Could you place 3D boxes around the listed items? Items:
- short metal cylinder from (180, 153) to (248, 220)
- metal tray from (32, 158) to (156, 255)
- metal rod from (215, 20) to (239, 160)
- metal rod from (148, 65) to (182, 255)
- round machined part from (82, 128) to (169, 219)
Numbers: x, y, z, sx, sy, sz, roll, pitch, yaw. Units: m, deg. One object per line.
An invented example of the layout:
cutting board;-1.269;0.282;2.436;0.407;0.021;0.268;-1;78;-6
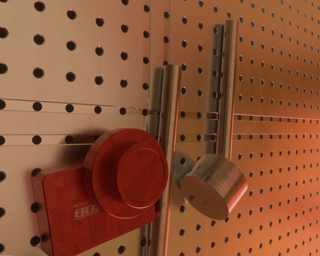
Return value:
short metal cylinder;0.075;0.083;0.439;0.050;0.080;0.080;-42;116;-32
metal tray;-0.068;0.080;0.351;0.131;0.030;0.089;-11;97;-40
metal rod;0.107;-0.025;0.501;0.025;0.025;0.298;7;85;-40
metal rod;0.005;0.064;0.415;0.025;0.025;0.298;8;85;-40
round machined part;-0.029;0.049;0.336;0.099;0.042;0.097;0;90;-40
